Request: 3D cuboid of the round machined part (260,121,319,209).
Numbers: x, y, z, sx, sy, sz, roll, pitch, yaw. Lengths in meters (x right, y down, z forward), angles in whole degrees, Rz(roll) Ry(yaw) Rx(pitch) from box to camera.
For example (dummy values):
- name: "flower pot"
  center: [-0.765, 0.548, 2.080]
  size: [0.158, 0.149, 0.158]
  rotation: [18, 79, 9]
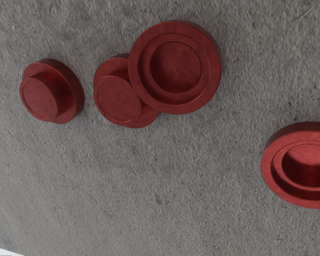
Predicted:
- name: "round machined part"
  center: [0.162, 0.035, 0.332]
  size: [0.098, 0.042, 0.097]
  rotation: [13, 124, 21]

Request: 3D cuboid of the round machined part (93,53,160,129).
- name: "round machined part"
  center: [-0.044, -0.041, 0.394]
  size: [0.098, 0.042, 0.097]
  rotation: [13, 124, 21]

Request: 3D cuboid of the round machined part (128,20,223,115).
- name: "round machined part"
  center: [0.019, -0.067, 0.337]
  size: [0.098, 0.042, 0.097]
  rotation: [6, 116, 14]

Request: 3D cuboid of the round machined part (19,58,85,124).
- name: "round machined part"
  center: [-0.164, -0.048, 0.452]
  size: [0.098, 0.042, 0.097]
  rotation: [13, 124, 21]
